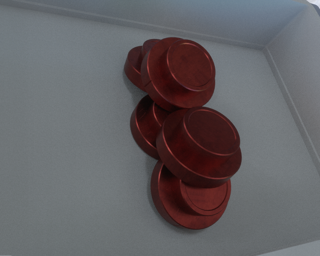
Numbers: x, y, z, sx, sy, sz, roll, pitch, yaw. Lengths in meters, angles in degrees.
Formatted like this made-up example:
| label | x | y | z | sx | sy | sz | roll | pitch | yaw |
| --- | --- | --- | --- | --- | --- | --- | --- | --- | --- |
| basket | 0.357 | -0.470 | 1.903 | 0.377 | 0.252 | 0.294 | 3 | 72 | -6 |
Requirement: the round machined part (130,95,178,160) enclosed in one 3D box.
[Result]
| label | x | y | z | sx | sy | sz | roll | pitch | yaw |
| --- | --- | --- | --- | --- | --- | --- | --- | --- | --- |
| round machined part | 0.014 | -0.008 | 0.405 | 0.099 | 0.042 | 0.098 | 14 | 55 | -20 |

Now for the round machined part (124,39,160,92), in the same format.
| label | x | y | z | sx | sy | sz | roll | pitch | yaw |
| --- | --- | --- | --- | --- | --- | --- | --- | --- | --- |
| round machined part | 0.003 | -0.089 | 0.434 | 0.099 | 0.042 | 0.098 | 15 | 40 | -13 |

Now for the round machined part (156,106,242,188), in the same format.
| label | x | y | z | sx | sy | sz | roll | pitch | yaw |
| --- | --- | --- | --- | --- | --- | --- | --- | --- | --- |
| round machined part | 0.049 | 0.014 | 0.345 | 0.099 | 0.042 | 0.098 | 15 | 45 | -16 |

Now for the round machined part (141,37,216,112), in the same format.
| label | x | y | z | sx | sy | sz | roll | pitch | yaw |
| --- | --- | --- | --- | --- | --- | --- | --- | --- | --- |
| round machined part | 0.029 | -0.070 | 0.385 | 0.099 | 0.042 | 0.098 | 9 | 70 | -26 |

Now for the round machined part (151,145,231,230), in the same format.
| label | x | y | z | sx | sy | sz | roll | pitch | yaw |
| --- | --- | --- | --- | --- | --- | --- | --- | --- | --- |
| round machined part | 0.042 | 0.066 | 0.357 | 0.099 | 0.042 | 0.098 | 8 | 73 | -26 |
